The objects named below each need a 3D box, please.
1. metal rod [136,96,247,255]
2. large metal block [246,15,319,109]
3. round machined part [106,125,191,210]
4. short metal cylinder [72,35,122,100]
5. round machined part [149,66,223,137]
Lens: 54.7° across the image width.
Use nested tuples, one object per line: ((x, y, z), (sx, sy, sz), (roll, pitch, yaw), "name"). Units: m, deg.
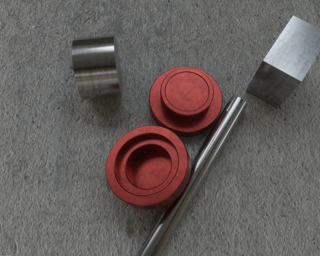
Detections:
((0.028, 0.084, 0.377), (0.025, 0.025, 0.300), (30, 73, 10), "metal rod")
((0.166, -0.084, 0.411), (0.050, 0.080, 0.080), (33, 73, 11), "large metal block")
((-0.011, 0.049, 0.372), (0.098, 0.042, 0.098), (-6, 62, 12), "round machined part")
((-0.080, -0.079, 0.407), (0.050, 0.080, 0.080), (-6, 70, -2), "short metal cylinder")
((0.035, -0.040, 0.414), (0.099, 0.042, 0.098), (0, 70, 0), "round machined part")
